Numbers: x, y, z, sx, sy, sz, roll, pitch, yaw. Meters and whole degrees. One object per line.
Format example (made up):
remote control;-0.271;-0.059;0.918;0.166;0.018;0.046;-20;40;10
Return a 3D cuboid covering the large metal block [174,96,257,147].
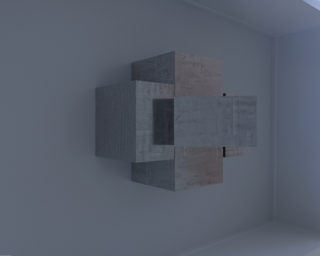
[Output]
large metal block;0.058;-0.007;0.344;0.080;0.080;0.050;-4;94;-85

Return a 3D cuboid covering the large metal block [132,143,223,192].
large metal block;0.021;0.043;0.387;0.081;0.080;0.050;0;91;-40

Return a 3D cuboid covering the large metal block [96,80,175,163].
large metal block;-0.030;-0.007;0.345;0.050;0.080;0.080;0;90;-40

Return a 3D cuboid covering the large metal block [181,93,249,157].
large metal block;0.074;-0.004;0.429;0.050;0.080;0.080;0;90;-41

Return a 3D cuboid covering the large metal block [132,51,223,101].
large metal block;0.021;-0.058;0.387;0.081;0.080;0.050;0;91;-40
